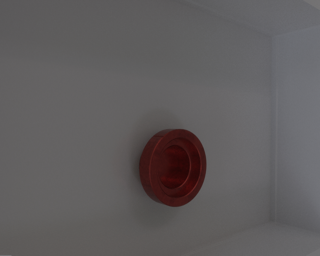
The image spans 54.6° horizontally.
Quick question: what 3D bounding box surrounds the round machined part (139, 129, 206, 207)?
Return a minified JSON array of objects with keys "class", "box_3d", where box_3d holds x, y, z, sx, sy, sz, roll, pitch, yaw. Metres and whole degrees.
[{"class":"round machined part","box_3d":[0.012,0.050,0.405,0.099,0.042,0.097,0,90,-40]}]
